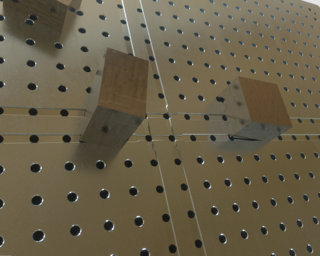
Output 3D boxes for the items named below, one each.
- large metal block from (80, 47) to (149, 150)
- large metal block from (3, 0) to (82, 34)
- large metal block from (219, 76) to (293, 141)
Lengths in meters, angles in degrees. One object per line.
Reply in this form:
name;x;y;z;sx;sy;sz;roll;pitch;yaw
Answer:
large metal block;-0.054;-0.032;0.363;0.050;0.080;0.080;15;56;-20
large metal block;-0.154;-0.190;0.425;0.080;0.050;0.080;24;53;-14
large metal block;0.149;-0.029;0.489;0.081;0.050;0.080;6;59;-25
